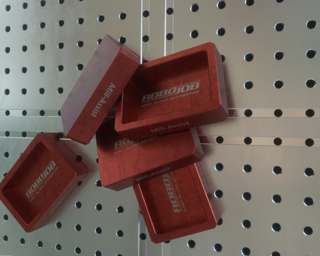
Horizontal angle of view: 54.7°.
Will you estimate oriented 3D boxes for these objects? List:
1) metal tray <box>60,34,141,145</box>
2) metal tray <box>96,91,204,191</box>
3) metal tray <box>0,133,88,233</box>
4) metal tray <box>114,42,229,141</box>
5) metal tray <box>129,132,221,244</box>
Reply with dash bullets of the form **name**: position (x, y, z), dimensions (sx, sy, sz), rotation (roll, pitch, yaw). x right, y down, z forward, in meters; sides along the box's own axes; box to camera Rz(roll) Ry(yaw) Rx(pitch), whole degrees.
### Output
- **metal tray**: position (-0.084, -0.053, 0.410), dimensions (0.129, 0.030, 0.090), rotation (-55, 32, 11)
- **metal tray**: position (-0.018, 0.018, 0.398), dimensions (0.130, 0.030, 0.090), rotation (-23, 60, 18)
- **metal tray**: position (-0.182, 0.082, 0.472), dimensions (0.090, 0.030, 0.130), rotation (44, 103, 14)
- **metal tray**: position (0.010, -0.041, 0.371), dimensions (0.130, 0.030, 0.090), rotation (-13, 62, 23)
- **metal tray**: position (0.013, 0.074, 0.404), dimensions (0.090, 0.030, 0.129), rotation (-22, 83, 18)
